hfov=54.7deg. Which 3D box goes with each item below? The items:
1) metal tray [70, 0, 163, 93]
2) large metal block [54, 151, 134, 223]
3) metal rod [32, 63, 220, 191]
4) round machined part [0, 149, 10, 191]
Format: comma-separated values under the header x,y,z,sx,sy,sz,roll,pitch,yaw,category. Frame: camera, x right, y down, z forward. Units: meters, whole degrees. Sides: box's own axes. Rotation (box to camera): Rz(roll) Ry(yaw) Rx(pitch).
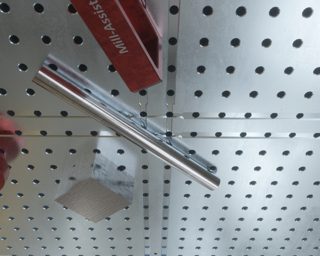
x,y,z,sx,sy,sz,roll,pitch,yaw,category
-0.040,-0.107,0.277,0.030,0.090,0.130,-21,127,17,metal tray
-0.098,0.092,0.473,0.080,0.050,0.080,-33,123,25,large metal block
-0.028,0.011,0.420,0.301,0.025,0.025,34,122,-26,metal rod
-0.266,0.051,0.441,0.099,0.042,0.097,0,130,0,round machined part
